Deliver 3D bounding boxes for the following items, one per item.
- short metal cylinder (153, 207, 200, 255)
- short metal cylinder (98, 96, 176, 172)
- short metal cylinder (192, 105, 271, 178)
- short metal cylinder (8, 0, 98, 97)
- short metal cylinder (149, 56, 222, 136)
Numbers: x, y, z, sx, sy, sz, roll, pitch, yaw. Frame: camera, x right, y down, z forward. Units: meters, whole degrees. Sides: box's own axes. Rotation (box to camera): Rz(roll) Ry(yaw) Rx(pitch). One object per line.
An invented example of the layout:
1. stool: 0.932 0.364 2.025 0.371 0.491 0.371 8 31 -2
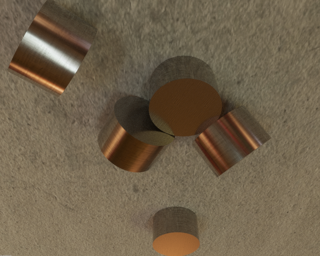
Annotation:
1. short metal cylinder: 0.028 0.184 0.548 0.081 0.050 0.079 0 130 0
2. short metal cylinder: -0.028 0.007 0.377 0.080 0.080 0.050 22 126 -18
3. short metal cylinder: 0.087 0.017 0.379 0.080 0.081 0.050 -45 74 31
4. short metal cylinder: -0.104 -0.077 0.304 0.050 0.080 0.080 30 124 -23
5. short metal cylinder: 0.028 -0.036 0.360 0.081 0.050 0.079 0 130 0
